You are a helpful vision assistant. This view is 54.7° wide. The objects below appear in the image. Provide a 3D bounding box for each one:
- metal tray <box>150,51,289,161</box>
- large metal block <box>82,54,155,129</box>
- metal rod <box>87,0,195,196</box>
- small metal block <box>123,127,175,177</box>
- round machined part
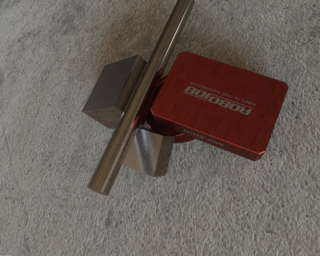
[{"bbox_3d":[0.067,-0.028,0.356,0.130,0.030,0.090,21,73,14],"label":"metal tray"},{"bbox_3d":[-0.052,-0.047,0.432,0.080,0.050,0.080,-3,58,47],"label":"large metal block"},{"bbox_3d":[-0.015,-0.059,0.395,0.025,0.025,0.300,8,63,31],"label":"metal rod"},{"bbox_3d":[-0.014,0.028,0.383,0.050,0.025,0.050,17,96,35],"label":"small metal block"},{"bbox_3d":[0.024,-0.033,0.402,0.098,0.042,0.098,-13,56,21],"label":"round machined part"}]
